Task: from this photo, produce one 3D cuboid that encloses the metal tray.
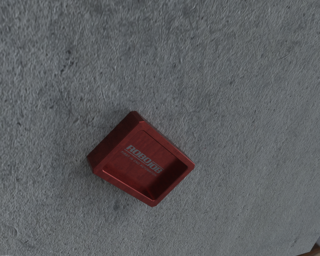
[{"bbox_3d":[-0.022,0.047,0.424,0.090,0.030,0.130,-46,130,3],"label":"metal tray"}]
